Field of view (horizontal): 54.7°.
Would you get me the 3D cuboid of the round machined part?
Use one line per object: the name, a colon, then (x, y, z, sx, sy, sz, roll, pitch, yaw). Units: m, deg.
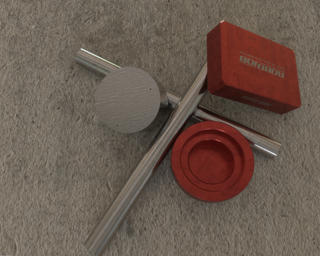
round machined part: (0.062, 0.044, 0.385, 0.099, 0.042, 0.098, 0, 70, 0)

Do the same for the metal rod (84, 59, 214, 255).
metal rod: (0.004, 0.018, 0.384, 0.025, 0.025, 0.300, 32, 79, 11)

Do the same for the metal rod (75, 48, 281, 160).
metal rod: (0.018, -0.037, 0.424, 0.301, 0.025, 0.025, 27, 72, 9)

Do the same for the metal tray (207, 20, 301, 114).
metal tray: (0.124, -0.076, 0.405, 0.131, 0.030, 0.090, 12, 68, -26)

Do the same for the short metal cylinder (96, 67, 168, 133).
short metal cylinder: (-0.034, -0.034, 0.394, 0.080, 0.050, 0.080, 0, 90, 11)
